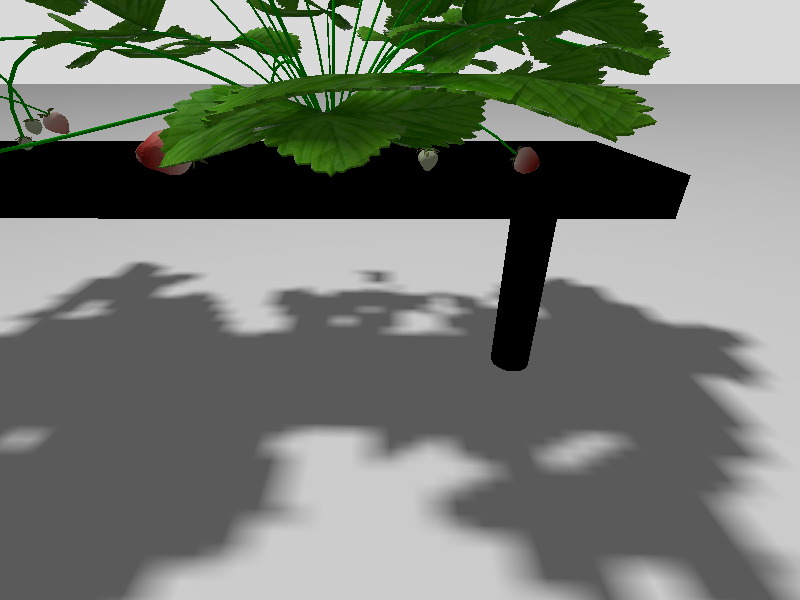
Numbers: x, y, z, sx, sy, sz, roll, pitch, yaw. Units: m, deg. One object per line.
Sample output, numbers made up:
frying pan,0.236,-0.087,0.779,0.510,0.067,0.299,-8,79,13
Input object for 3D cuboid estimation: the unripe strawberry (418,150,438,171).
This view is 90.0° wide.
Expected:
unripe strawberry,0.018,-0.090,0.260,0.012,0.013,0.013,-24,38,-36

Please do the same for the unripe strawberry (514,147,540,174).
unripe strawberry,0.081,-0.089,0.256,0.016,0.016,0.015,34,40,15

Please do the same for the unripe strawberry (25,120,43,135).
unripe strawberry,-0.308,-0.145,0.337,0.011,0.011,0.011,-2,30,-4

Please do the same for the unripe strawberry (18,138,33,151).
unripe strawberry,-0.296,-0.124,0.317,0.010,0.010,0.009,-2,30,-3

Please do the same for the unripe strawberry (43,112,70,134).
unripe strawberry,-0.356,-0.183,0.417,0.024,0.021,0.022,36,-12,46

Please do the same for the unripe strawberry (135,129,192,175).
unripe strawberry,-0.147,-0.092,0.251,0.031,0.026,0.031,-25,38,-36
